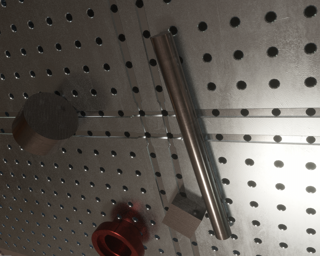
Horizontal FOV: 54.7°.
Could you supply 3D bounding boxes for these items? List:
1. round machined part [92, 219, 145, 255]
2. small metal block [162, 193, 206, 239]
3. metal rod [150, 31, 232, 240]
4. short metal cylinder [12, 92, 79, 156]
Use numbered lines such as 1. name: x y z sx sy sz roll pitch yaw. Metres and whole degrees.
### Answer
1. round machined part: -0.071 0.206 0.563 0.098 0.042 0.097 13 124 20
2. small metal block: 0.037 0.135 0.474 0.050 0.025 0.050 28 128 10
3. metal rod: 0.047 0.026 0.401 0.025 0.025 0.298 -6 116 30
4. short metal cylinder: -0.169 -0.006 0.459 0.080 0.080 0.050 47 129 -5
